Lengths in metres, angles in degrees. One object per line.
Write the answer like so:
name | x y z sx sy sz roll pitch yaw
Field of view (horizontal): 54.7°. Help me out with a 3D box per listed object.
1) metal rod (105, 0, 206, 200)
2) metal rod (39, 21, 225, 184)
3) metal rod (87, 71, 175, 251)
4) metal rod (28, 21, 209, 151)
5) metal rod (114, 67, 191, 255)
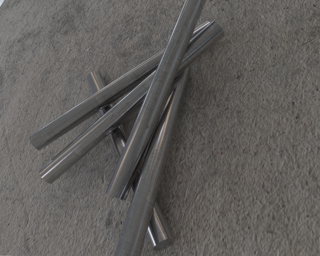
metal rod | 0.004 -0.059 0.377 0.025 0.025 0.299 16 80 34
metal rod | -0.038 -0.033 0.409 0.300 0.025 0.025 -40 51 2
metal rod | -0.052 0.020 0.419 0.025 0.025 0.300 -34 51 6
metal rod | -0.050 -0.063 0.443 0.301 0.025 0.025 -34 51 -5
metal rod | -0.006 0.039 0.358 0.025 0.025 0.300 -2 53 27
